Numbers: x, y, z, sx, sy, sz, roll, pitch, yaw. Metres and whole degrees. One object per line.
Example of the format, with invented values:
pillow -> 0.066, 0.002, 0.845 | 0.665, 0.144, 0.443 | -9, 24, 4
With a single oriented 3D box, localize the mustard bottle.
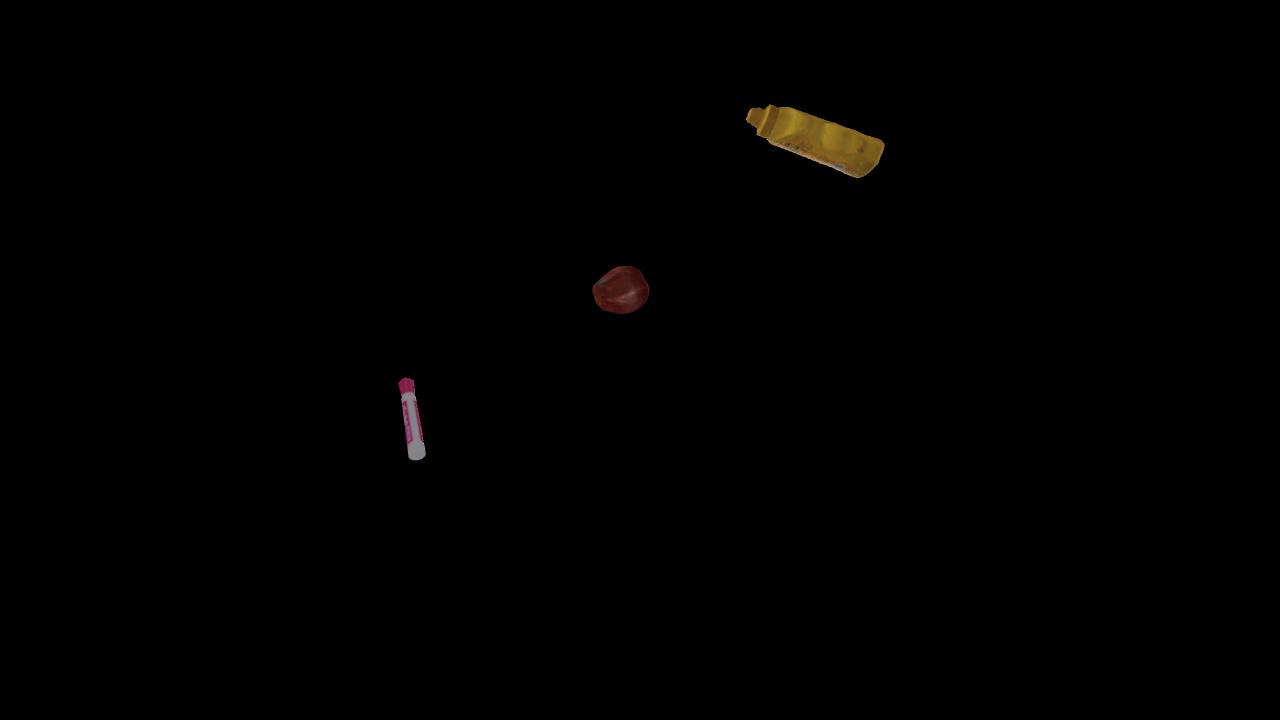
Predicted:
mustard bottle -> 0.233, -0.306, 0.847 | 0.184, 0.054, 0.092 | 18, 14, -6

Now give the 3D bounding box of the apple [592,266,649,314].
apple -> -0.030, -0.115, 1.021 | 0.093, 0.079, 0.079 | -21, 8, -21

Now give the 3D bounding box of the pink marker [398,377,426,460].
pink marker -> -0.274, 0.067, 0.738 | 0.020, 0.020, 0.121 | 0, 44, -29
